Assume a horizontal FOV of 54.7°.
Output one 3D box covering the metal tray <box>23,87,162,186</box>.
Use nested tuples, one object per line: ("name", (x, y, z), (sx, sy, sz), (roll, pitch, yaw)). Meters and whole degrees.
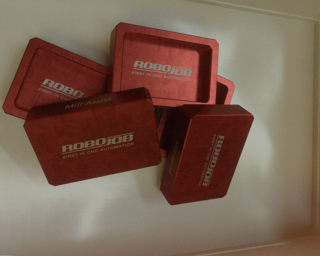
("metal tray", (-0.069, 0.011, 0.345), (0.131, 0.030, 0.089), (-11, 124, -5))

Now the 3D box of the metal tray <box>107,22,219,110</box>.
("metal tray", (0.005, -0.069, 0.377), (0.131, 0.030, 0.089), (4, 89, -20))

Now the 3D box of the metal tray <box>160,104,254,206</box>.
("metal tray", (0.057, 0.034, 0.394), (0.091, 0.030, 0.129), (-2, 119, -26))

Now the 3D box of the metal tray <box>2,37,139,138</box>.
("metal tray", (-0.102, -0.038, 0.367), (0.131, 0.030, 0.090), (21, 83, -19))

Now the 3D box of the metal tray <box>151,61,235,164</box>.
("metal tray", (0.041, -0.016, 0.422), (0.091, 0.030, 0.129), (21, 83, -19))
